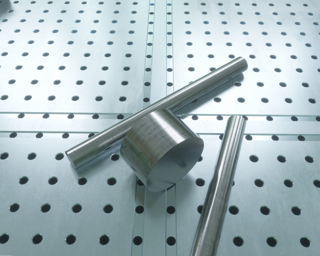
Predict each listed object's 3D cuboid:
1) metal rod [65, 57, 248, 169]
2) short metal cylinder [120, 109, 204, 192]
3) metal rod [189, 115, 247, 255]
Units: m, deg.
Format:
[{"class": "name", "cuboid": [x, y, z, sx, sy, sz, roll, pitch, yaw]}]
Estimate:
[{"class": "metal rod", "cuboid": [0.011, -0.032, 0.433, 0.302, 0.025, 0.025, -31, 57, -23]}, {"class": "short metal cylinder", "cuboid": [0.003, 0.026, 0.350, 0.081, 0.080, 0.050, -30, 57, -23]}, {"class": "metal rod", "cuboid": [0.053, 0.100, 0.323, 0.025, 0.025, 0.301, 15, 52, 12]}]
